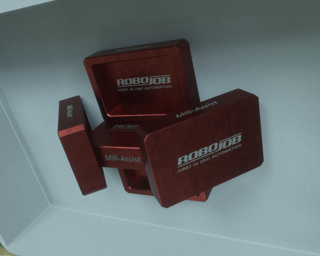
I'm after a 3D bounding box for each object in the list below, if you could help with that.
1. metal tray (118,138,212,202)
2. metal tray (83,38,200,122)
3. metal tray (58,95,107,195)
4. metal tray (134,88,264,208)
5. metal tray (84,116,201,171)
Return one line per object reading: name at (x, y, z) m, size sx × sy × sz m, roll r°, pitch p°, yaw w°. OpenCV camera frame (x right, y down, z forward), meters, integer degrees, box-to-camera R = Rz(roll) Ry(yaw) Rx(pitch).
metal tray at (0.002, 0.053, 0.433) m, size 0.130 × 0.030 × 0.089 m, roll 0°, pitch 119°, yaw 27°
metal tray at (-0.022, -0.054, 0.381) m, size 0.130 × 0.030 × 0.089 m, roll -1°, pitch 119°, yaw 27°
metal tray at (-0.105, 0.017, 0.414) m, size 0.030 × 0.130 × 0.089 m, roll -18°, pitch 115°, yaw -9°
metal tray at (0.047, 0.020, 0.335) m, size 0.030 × 0.131 × 0.089 m, roll -139°, pitch 32°, yaw -60°
metal tray at (-0.025, 0.013, 0.386) m, size 0.130 × 0.090 × 0.030 m, roll 0°, pitch 118°, yaw 27°
